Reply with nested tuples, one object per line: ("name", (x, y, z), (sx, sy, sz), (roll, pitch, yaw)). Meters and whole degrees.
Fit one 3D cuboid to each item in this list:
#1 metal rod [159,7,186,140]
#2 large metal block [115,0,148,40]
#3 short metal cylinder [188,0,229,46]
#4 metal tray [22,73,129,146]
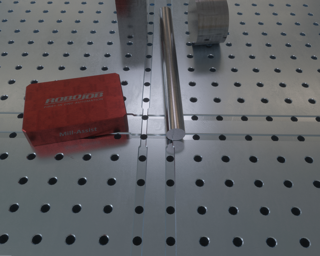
("metal rod", (0.015, -0.106, 0.496), (0.025, 0.025, 0.300), (-1, 50, -1))
("large metal block", (-0.048, -0.214, 0.552), (0.050, 0.080, 0.080), (-1, 50, -1))
("short metal cylinder", (0.080, -0.183, 0.527), (0.050, 0.080, 0.080), (-6, 50, -5))
("metal tray", (-0.115, -0.029, 0.428), (0.131, 0.030, 0.090), (-9, 51, -8))
